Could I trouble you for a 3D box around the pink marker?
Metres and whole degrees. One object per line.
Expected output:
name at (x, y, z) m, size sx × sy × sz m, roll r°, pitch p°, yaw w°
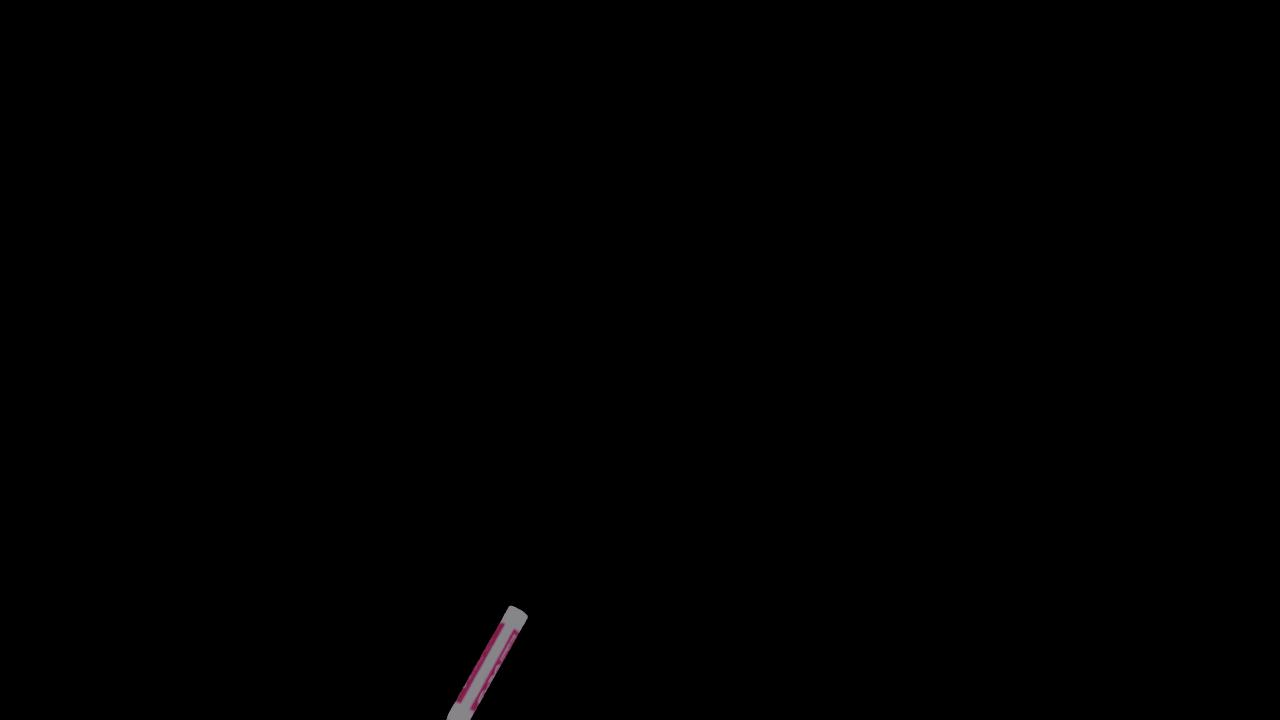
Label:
pink marker at (-0.128, 0.255, 0.486) m, size 0.020 × 0.020 × 0.121 m, roll 0°, pitch 44°, yaw 35°
